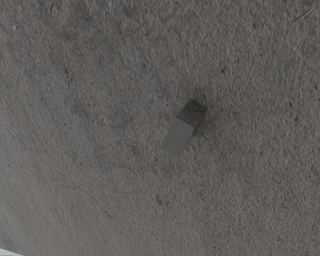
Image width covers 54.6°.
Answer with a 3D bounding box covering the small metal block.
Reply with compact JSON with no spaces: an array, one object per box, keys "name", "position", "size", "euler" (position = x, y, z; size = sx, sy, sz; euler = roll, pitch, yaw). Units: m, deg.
[{"name":"small metal block","position":[0.030,0.000,0.375],"size":[0.025,0.050,0.050],"euler":[31,128,9]}]
